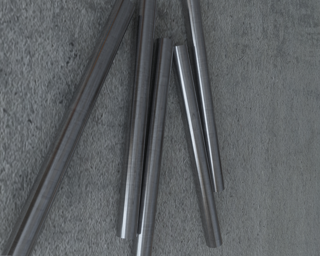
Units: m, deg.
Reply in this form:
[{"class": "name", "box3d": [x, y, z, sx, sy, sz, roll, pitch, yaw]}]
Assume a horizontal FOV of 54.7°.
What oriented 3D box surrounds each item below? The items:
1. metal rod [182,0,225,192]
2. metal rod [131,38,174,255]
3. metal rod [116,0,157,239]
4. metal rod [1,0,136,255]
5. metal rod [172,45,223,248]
[{"class": "metal rod", "box3d": [0.064, -0.052, 0.457, 0.025, 0.025, 0.298, -15, 100, -39]}, {"class": "metal rod", "box3d": [-0.010, 0.034, 0.396, 0.025, 0.025, 0.298, 10, 84, -40]}, {"class": "metal rod", "box3d": [-0.028, -0.020, 0.381, 0.025, 0.025, 0.298, 8, 85, -40]}, {"class": "metal rod", "box3d": [-0.089, -0.011, 0.329, 0.025, 0.025, 0.299, 31, 71, -36]}, {"class": "metal rod", "box3d": [0.054, 0.032, 0.449, 0.025, 0.025, 0.298, -19, 102, -38]}]
